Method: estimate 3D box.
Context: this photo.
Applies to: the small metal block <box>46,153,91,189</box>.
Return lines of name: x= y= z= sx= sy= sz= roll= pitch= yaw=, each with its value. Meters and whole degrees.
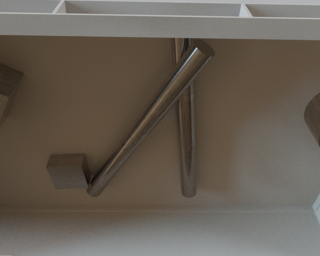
small metal block: x=-0.135 y=0.065 z=0.463 sx=0.050 sy=0.025 sz=0.050 roll=-3 pitch=130 yaw=2

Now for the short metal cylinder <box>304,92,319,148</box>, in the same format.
short metal cylinder: x=0.232 y=-0.009 z=0.389 sx=0.081 sy=0.050 sz=0.079 roll=0 pitch=130 yaw=0

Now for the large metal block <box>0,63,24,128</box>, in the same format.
large metal block: x=-0.217 y=-0.039 z=0.357 sx=0.080 sy=0.050 sz=0.080 roll=25 pitch=126 yaw=-20

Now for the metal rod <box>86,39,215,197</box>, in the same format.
metal rod: x=-0.031 y=0.010 z=0.397 sx=0.025 sy=0.025 sz=0.298 roll=23 pitch=132 yaw=-19

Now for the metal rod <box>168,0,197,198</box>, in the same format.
metal rod: x=0.033 y=-0.011 z=0.399 sx=0.025 sy=0.025 sz=0.298 roll=-4 pitch=130 yaw=3
